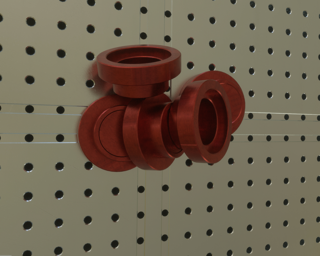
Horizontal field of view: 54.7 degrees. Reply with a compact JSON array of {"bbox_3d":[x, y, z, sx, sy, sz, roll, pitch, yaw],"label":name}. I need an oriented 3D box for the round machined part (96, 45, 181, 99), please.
[{"bbox_3d":[-0.024,-0.067,0.371,0.099,0.098,0.042,-13,120,-20],"label":"round machined part"}]

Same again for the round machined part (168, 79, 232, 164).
[{"bbox_3d":[0.046,-0.007,0.371,0.099,0.042,0.097,2,87,-53],"label":"round machined part"}]

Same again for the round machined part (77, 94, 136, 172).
[{"bbox_3d":[-0.051,0.006,0.386,0.099,0.042,0.097,0,90,-21],"label":"round machined part"}]

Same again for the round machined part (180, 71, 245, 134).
[{"bbox_3d":[0.079,-0.032,0.434,0.099,0.042,0.097,0,90,-21],"label":"round machined part"}]

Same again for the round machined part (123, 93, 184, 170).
[{"bbox_3d":[0.002,0.003,0.380,0.099,0.042,0.097,8,80,-57],"label":"round machined part"}]
